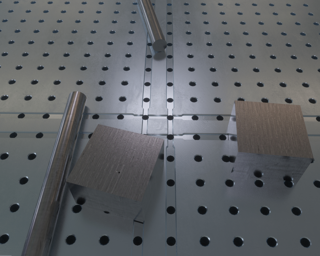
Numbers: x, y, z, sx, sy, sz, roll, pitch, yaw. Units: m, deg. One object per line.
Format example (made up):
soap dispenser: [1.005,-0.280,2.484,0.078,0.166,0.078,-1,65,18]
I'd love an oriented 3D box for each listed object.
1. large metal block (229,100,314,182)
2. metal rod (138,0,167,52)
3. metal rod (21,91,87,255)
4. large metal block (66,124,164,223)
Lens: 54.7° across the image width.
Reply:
large metal block: [0.130,0.015,0.380,0.080,0.050,0.080,5,50,4]
metal rod: [-0.031,-0.252,0.618,0.025,0.025,0.300,-9,51,-8]
metal rod: [-0.120,0.071,0.346,0.025,0.025,0.300,1,50,1]
large metal block: [-0.045,0.049,0.350,0.080,0.050,0.080,13,51,10]
